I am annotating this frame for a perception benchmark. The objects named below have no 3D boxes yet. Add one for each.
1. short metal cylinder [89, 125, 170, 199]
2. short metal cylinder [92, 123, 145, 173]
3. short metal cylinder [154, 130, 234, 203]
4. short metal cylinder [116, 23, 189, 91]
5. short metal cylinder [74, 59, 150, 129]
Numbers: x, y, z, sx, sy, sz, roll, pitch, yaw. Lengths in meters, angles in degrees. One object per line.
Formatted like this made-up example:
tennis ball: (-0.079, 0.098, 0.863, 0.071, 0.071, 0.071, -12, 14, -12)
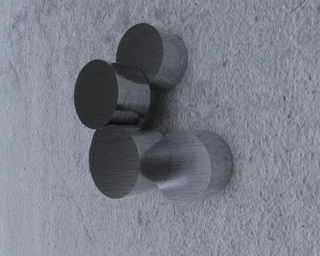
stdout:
short metal cylinder: (-0.035, 0.036, 0.353, 0.080, 0.050, 0.080, 0, 90, 39)
short metal cylinder: (-0.051, 0.030, 0.432, 0.080, 0.050, 0.080, 0, 90, 40)
short metal cylinder: (0.037, 0.042, 0.359, 0.080, 0.050, 0.080, 0, 90, 40)
short metal cylinder: (-0.011, -0.088, 0.399, 0.080, 0.050, 0.080, 0, 90, 40)
short metal cylinder: (-0.058, -0.038, 0.372, 0.080, 0.050, 0.080, 0, 90, 40)
